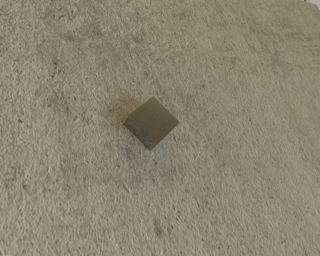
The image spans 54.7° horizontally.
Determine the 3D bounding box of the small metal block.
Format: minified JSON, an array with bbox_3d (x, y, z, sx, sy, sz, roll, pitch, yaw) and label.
[{"bbox_3d":[-0.011,-0.006,0.405,0.050,0.025,0.050,45,51,3],"label":"small metal block"}]
